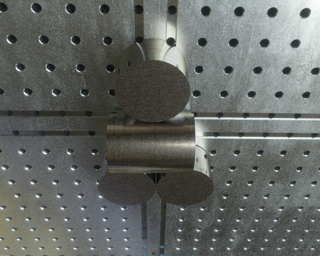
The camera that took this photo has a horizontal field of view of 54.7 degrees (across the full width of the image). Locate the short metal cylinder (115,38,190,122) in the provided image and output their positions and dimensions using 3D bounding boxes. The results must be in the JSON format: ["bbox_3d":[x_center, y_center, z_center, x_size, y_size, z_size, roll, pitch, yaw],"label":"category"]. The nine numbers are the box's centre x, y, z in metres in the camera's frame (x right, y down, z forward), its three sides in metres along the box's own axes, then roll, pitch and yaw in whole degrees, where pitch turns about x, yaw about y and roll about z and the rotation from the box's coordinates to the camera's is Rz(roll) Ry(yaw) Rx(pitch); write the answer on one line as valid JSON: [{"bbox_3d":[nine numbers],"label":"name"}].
[{"bbox_3d":[-0.008,-0.053,0.350,0.081,0.050,0.079,0,130,0],"label":"short metal cylinder"}]

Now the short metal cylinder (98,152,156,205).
[{"bbox_3d":[-0.046,0.068,0.452,0.081,0.050,0.079,0,130,0],"label":"short metal cylinder"}]

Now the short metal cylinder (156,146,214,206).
[{"bbox_3d":[0.035,0.069,0.453,0.081,0.050,0.079,0,130,0],"label":"short metal cylinder"}]

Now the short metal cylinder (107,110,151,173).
[{"bbox_3d":[-0.036,0.017,0.390,0.050,0.080,0.079,0,130,-1],"label":"short metal cylinder"}]

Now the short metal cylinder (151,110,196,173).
[{"bbox_3d":[0.015,0.017,0.391,0.050,0.080,0.079,0,130,-1],"label":"short metal cylinder"}]
